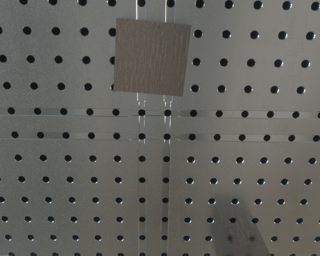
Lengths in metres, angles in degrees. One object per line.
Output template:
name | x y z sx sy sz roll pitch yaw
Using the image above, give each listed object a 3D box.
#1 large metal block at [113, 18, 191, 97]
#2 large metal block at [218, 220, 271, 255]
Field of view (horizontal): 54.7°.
large metal block | -0.010 -0.086 0.368 0.081 0.050 0.079 5 110 -2
large metal block | 0.121 0.195 0.458 0.050 0.080 0.079 2 110 -1
